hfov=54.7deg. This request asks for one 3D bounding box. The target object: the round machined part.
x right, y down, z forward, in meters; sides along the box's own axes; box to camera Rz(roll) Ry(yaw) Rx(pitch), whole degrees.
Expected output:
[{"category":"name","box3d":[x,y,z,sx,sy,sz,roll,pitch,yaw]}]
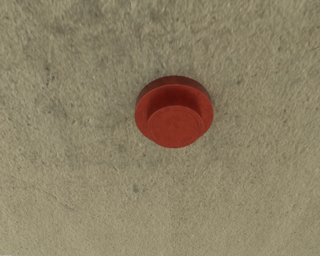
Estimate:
[{"category":"round machined part","box3d":[0.018,-0.012,0.386,0.099,0.042,0.097,-1,130,0]}]
